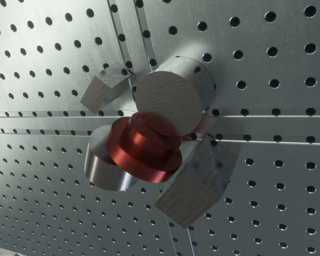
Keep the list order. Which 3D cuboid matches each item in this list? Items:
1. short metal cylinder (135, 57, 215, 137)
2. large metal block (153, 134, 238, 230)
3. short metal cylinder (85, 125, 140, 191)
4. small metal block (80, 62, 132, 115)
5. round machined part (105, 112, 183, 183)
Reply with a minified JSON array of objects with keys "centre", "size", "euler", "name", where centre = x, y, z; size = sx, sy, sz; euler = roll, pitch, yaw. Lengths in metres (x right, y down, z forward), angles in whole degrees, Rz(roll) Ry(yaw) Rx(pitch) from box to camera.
[{"centre":[0.018,-0.037,0.361],"size":[0.080,0.050,0.079],"euler":[13,124,20],"name":"short metal cylinder"},{"centre":[0.046,0.067,0.392],"size":[0.050,0.080,0.080],"euler":[37,129,3],"name":"large metal block"},{"centre":[-0.061,0.040,0.431],"size":[0.080,0.080,0.050],"euler":[27,128,10],"name":"short metal cylinder"},{"centre":[-0.069,-0.051,0.398],"size":[0.025,0.050,0.050],"euler":[41,129,0],"name":"small metal block"},{"centre":[-0.014,0.017,0.381],"size":[0.098,0.098,0.042],"euler":[35,117,4],"name":"round machined part"}]
